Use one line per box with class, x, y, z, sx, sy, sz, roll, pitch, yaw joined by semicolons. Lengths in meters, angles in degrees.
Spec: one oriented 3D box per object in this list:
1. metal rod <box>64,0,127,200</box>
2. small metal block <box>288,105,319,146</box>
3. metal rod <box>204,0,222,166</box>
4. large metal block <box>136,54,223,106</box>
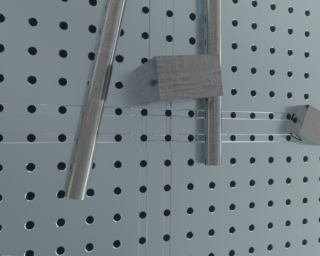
metal rod;-0.074;-0.062;0.385;0.025;0.025;0.298;13;86;-20
small metal block;0.243;-0.004;0.502;0.050;0.025;0.050;25;82;-18
metal rod;0.075;-0.097;0.440;0.025;0.025;0.298;0;90;-20
large metal block;0.022;-0.059;0.391;0.081;0.080;0.050;-7;93;-20
